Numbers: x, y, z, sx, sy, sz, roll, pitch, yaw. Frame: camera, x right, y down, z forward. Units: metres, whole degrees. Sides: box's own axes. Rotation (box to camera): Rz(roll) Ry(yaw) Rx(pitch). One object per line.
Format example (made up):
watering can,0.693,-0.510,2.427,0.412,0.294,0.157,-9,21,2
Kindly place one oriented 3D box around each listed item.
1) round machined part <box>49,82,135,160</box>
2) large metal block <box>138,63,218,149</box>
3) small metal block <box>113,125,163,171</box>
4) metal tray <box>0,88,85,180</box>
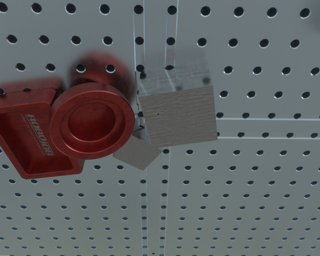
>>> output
round machined part,-0.084,-0.012,0.376,0.099,0.042,0.097,-13,129,-16
large metal block,0.023,-0.025,0.374,0.080,0.050,0.080,-8,130,6
small metal block,-0.031,0.028,0.435,0.050,0.025,0.050,28,124,-23
metal tray,-0.164,0.013,0.416,0.090,0.030,0.129,-7,130,5
